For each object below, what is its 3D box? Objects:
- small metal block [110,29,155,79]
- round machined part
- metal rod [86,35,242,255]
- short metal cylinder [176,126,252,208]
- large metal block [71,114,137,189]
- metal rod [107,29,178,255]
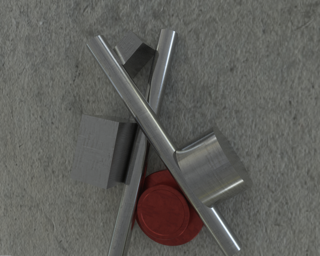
[{"bbox_3d":[-0.037,-0.096,0.409,0.050,0.050,0.025,-47,76,14],"label":"small metal block"},{"bbox_3d":[0.010,0.103,0.398,0.098,0.042,0.097,0,90,19],"label":"round machined part"},{"bbox_3d":[0.004,0.020,0.372,0.025,0.025,0.299,-34,88,16],"label":"metal rod"},{"bbox_3d":[0.063,0.045,0.359,0.050,0.080,0.080,-34,80,17],"label":"short metal cylinder"},{"bbox_3d":[-0.064,0.027,0.403,0.050,0.080,0.079,13,94,19],"label":"large metal block"},{"bbox_3d":[-0.022,0.020,0.401,0.025,0.025,0.298,12,88,19],"label":"metal rod"}]
